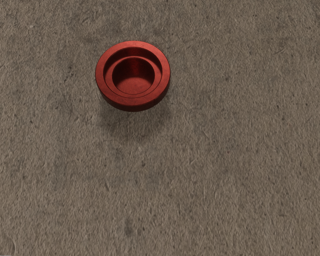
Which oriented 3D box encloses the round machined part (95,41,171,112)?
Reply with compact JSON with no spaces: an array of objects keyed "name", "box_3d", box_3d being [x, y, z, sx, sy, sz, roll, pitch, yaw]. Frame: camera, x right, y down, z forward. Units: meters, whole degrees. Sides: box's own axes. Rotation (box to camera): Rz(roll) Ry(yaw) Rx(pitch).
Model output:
[{"name":"round machined part","box_3d":[-0.035,-0.066,0.423,0.099,0.042,0.098,0,70,-1]}]
